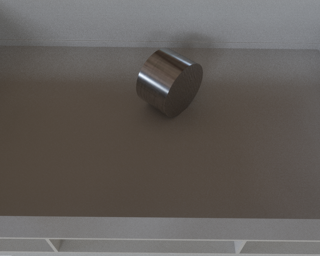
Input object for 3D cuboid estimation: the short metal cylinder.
[{"bbox_3d":[0.014,-0.062,0.421,0.050,0.080,0.080,35,58,25],"label":"short metal cylinder"}]
